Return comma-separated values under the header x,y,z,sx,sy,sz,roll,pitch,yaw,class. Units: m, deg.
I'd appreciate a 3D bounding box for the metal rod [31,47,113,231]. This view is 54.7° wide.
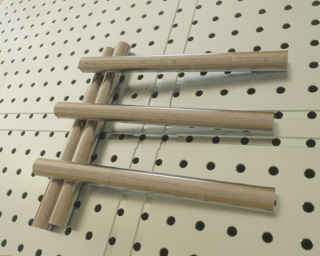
x,y,z,sx,sy,sz,roll,pitch,yaw,class
-0.121,0.001,0.468,0.025,0.025,0.300,1,62,28,metal rod

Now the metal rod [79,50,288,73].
x,y,z,sx,sy,sz,roll,pitch,yaw,class
0.017,-0.091,0.435,0.301,0.025,0.025,4,63,22,metal rod

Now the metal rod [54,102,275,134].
x,y,z,sx,sy,sz,roll,pitch,yaw,class
-0.011,-0.016,0.403,0.301,0.025,0.025,4,64,23,metal rod

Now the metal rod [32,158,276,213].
x,y,z,sx,sy,sz,roll,pitch,yaw,class
-0.025,0.062,0.363,0.301,0.025,0.025,4,64,22,metal rod

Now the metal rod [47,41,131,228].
x,y,z,sx,sy,sz,roll,pitch,yaw,class
-0.097,-0.006,0.460,0.025,0.025,0.300,1,62,28,metal rod
